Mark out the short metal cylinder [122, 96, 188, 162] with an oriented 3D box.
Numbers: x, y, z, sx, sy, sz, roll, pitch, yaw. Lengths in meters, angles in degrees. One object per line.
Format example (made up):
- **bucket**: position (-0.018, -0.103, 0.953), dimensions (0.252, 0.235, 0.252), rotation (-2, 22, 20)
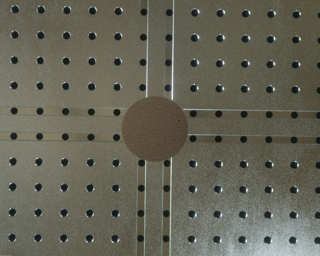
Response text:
- **short metal cylinder**: position (-0.006, 0.001, 0.400), dimensions (0.081, 0.050, 0.079), rotation (0, 90, -1)
